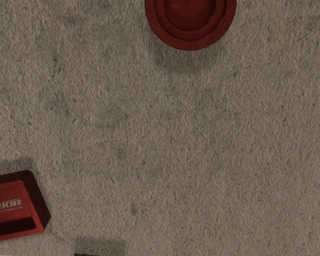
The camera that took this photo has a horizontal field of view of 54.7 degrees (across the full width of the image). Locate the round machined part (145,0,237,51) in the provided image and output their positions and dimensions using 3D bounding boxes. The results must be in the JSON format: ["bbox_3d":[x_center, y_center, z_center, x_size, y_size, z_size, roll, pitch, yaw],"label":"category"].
[{"bbox_3d":[0.033,-0.139,0.350,0.099,0.042,0.097,0,110,-1],"label":"round machined part"}]

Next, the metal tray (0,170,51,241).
[{"bbox_3d":[-0.238,0.118,0.447,0.131,0.030,0.089,-12,110,4],"label":"metal tray"}]

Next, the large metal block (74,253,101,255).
[{"bbox_3d":[-0.102,0.251,0.488,0.081,0.050,0.079,7,110,-3],"label":"large metal block"}]
